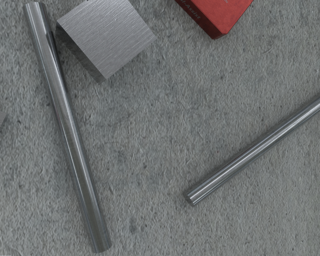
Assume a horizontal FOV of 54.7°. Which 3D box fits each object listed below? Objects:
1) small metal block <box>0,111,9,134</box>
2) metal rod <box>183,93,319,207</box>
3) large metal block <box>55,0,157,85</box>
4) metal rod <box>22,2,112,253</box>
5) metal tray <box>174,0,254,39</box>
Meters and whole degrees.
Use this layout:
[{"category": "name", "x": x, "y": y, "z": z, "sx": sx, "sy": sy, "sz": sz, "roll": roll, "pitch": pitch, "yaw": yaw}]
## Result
[{"category": "small metal block", "x": -0.201, "y": -0.003, "z": 0.335, "sx": 0.050, "sy": 0.025, "sz": 0.050, "roll": 24, "pitch": 82, "yaw": -19}, {"category": "metal rod", "x": 0.161, "y": 0.022, "z": 0.470, "sx": 0.302, "sy": 0.025, "sz": 0.025, "roll": -32, "pitch": 101, "yaw": -18}, {"category": "large metal block", "x": -0.065, "y": -0.111, "z": 0.372, "sx": 0.080, "sy": 0.050, "sz": 0.080, "roll": -43, "pitch": 104, "yaw": -15}, {"category": "metal rod", "x": -0.108, "y": 0.004, "z": 0.369, "sx": 0.025, "sy": 0.025, "sz": 0.298, "roll": -16, "pitch": 96, "yaw": -20}, {"category": "metal tray", "x": 0.064, "y": -0.201, "z": 0.431, "sx": 0.130, "sy": 0.030, "sz": 0.090, "roll": 41, "pitch": 77, "yaw": -16}]
